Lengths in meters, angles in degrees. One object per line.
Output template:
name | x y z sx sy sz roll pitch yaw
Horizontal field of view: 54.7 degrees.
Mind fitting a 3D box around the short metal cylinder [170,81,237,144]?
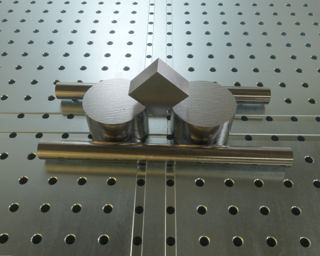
short metal cylinder | 0.054 -0.016 0.401 0.081 0.050 0.080 0 50 0

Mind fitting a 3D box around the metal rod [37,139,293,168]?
metal rod | 0.005 0.031 0.377 0.302 0.025 0.025 2 50 1

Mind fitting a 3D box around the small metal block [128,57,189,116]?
small metal block | -0.001 -0.047 0.366 0.050 0.050 0.025 33 42 -30

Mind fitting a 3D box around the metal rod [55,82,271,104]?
metal rod | 0.004 -0.050 0.445 0.302 0.025 0.025 2 50 1

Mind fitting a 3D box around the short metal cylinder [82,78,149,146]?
short metal cylinder | -0.055 -0.019 0.403 0.081 0.050 0.080 0 50 0
